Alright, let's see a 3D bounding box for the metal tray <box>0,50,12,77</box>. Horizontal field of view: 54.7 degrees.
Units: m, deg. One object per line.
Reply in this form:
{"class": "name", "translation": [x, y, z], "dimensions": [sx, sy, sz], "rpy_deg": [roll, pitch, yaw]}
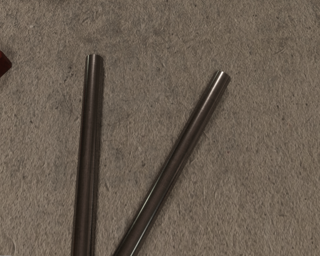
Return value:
{"class": "metal tray", "translation": [-0.288, -0.074, 0.429], "dimensions": [0.090, 0.030, 0.130], "rpy_deg": [35, 73, 11]}

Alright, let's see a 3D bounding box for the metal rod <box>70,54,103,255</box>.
{"class": "metal rod", "translation": [-0.091, 0.042, 0.391], "dimensions": [0.025, 0.025, 0.299], "rpy_deg": [-1, 70, -1]}

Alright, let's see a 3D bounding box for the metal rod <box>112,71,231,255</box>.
{"class": "metal rod", "translation": [0.015, 0.051, 0.389], "dimensions": [0.025, 0.025, 0.300], "rpy_deg": [28, 72, 9]}
